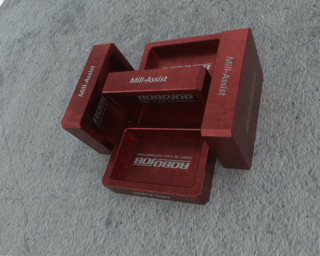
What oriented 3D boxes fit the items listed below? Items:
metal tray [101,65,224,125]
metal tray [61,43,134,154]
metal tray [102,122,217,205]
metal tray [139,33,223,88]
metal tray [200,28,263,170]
[{"bbox_3d":[0.006,-0.034,0.383,0.130,0.090,0.030,1,64,29],"label":"metal tray"},{"bbox_3d":[-0.074,-0.039,0.426,0.030,0.090,0.130,1,63,29],"label":"metal tray"},{"bbox_3d":[0.001,0.039,0.379,0.130,0.030,0.090,1,61,28],"label":"metal tray"},{"bbox_3d":[0.033,-0.082,0.436,0.130,0.030,0.090,1,65,28],"label":"metal tray"},{"bbox_3d":[0.084,-0.030,0.338,0.030,0.090,0.130,1,62,29],"label":"metal tray"}]
